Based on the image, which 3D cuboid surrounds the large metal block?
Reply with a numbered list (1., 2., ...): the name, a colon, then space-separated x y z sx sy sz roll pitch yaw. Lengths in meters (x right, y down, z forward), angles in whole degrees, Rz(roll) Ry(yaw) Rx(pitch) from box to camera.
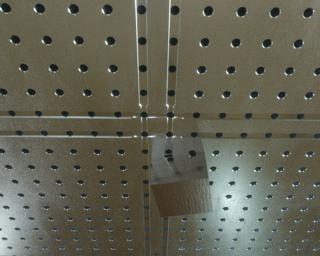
1. large metal block: 0.034 0.087 0.469 0.080 0.050 0.080 -8 130 6
